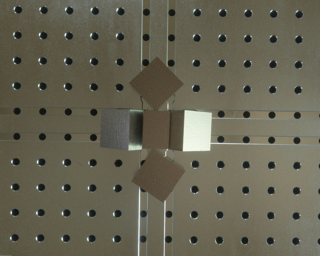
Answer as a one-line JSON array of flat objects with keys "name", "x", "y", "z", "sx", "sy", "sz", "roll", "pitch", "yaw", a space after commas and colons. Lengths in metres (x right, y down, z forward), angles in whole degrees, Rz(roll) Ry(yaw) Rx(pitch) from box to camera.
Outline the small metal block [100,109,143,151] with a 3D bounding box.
[{"name": "small metal block", "x": -0.050, "y": 0.001, "z": 0.400, "sx": 0.050, "sy": 0.025, "sz": 0.050, "roll": 3, "pitch": 91, "yaw": 36}]

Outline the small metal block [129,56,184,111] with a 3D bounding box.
[{"name": "small metal block", "x": -0.004, "y": -0.058, "z": 0.413, "sx": 0.050, "sy": 0.025, "sz": 0.050, "roll": -44, "pitch": 89, "yaw": -1}]

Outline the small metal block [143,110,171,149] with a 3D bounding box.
[{"name": "small metal block", "x": -0.004, "y": 0.002, "z": 0.413, "sx": 0.050, "sy": 0.025, "sz": 0.050, "roll": 1, "pitch": 89, "yaw": 0}]

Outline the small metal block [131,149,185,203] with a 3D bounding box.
[{"name": "small metal block", "x": -0.002, "y": 0.062, "z": 0.413, "sx": 0.050, "sy": 0.025, "sz": 0.050, "roll": 34, "pitch": 90, "yaw": 1}]

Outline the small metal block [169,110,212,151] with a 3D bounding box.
[{"name": "small metal block", "x": 0.040, "y": 0.004, "z": 0.400, "sx": 0.050, "sy": 0.025, "sz": 0.050, "roll": 3, "pitch": 90, "yaw": -41}]
